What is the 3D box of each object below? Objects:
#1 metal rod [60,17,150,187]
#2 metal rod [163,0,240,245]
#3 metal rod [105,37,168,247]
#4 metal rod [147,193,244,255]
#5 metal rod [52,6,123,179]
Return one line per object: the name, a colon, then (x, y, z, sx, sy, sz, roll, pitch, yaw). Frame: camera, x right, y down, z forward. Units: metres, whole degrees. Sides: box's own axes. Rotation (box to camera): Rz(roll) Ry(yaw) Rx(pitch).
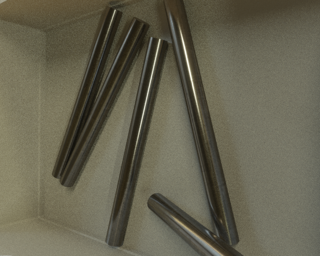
metal rod: (-0.093, -0.026, 0.480, 0.025, 0.025, 0.298, 43, 116, 31)
metal rod: (0.046, -0.017, 0.367, 0.025, 0.025, 0.298, -19, 78, 38)
metal rod: (-0.035, 0.026, 0.433, 0.025, 0.025, 0.298, 21, 103, 37)
metal rod: (0.060, 0.120, 0.279, 0.300, 0.025, 0.025, 18, 102, 63)
metal rod: (-0.123, -0.046, 0.505, 0.025, 0.025, 0.298, 36, 112, 34)
